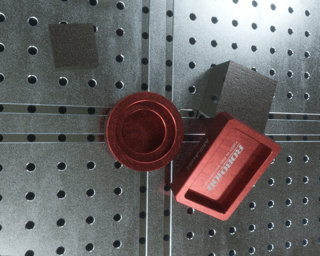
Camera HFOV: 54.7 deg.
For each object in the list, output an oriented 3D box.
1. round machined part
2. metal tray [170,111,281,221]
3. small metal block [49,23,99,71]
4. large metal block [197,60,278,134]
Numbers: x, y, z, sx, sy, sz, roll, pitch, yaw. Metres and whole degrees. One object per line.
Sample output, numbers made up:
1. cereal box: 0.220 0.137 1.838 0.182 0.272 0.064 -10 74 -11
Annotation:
1. round machined part: -0.023 0.004 0.395 0.099 0.042 0.097 0 90 -20
2. metal tray: 0.086 0.053 0.413 0.090 0.030 0.129 28 104 -22
3. small metal block: -0.104 -0.097 0.374 0.050 0.025 0.050 -9 93 -20
4. large metal block: 0.109 -0.040 0.439 0.081 0.050 0.080 19 84 -19
